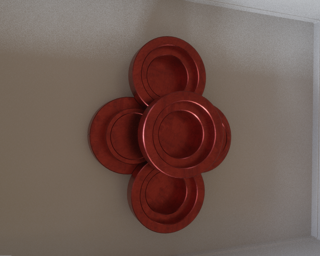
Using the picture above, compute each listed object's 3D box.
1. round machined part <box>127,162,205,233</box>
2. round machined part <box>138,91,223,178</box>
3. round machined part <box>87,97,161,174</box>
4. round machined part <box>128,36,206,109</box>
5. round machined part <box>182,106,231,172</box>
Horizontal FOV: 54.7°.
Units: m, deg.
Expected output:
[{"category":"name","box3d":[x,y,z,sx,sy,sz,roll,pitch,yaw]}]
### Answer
[{"category":"round machined part","box3d":[0.005,0.082,0.402,0.099,0.042,0.097,0,90,-21]},{"category":"round machined part","box3d":[0.021,0.007,0.363,0.099,0.042,0.097,0,90,-21]},{"category":"round machined part","box3d":[-0.038,0.010,0.386,0.099,0.042,0.097,0,90,-21]},{"category":"round machined part","box3d":[0.006,-0.065,0.402,0.099,0.042,0.097,0,90,-21]},{"category":"round machined part","box3d":[0.056,0.013,0.421,0.099,0.042,0.097,0,90,-21]}]
